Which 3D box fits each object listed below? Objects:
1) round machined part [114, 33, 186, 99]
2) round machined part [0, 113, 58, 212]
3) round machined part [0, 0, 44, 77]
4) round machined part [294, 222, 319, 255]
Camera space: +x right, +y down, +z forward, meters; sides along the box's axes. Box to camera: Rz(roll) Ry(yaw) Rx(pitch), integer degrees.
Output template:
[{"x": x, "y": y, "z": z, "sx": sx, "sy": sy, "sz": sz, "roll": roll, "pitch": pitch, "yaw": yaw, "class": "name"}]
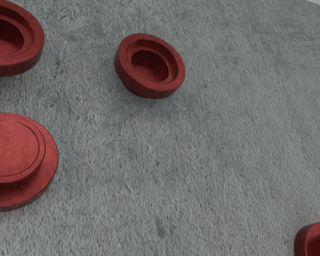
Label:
[{"x": -0.017, "y": -0.081, "z": 0.433, "sx": 0.099, "sy": 0.042, "sz": 0.098, "roll": 14, "pitch": 56, "yaw": -21, "class": "round machined part"}, {"x": -0.148, "y": 0.027, "z": 0.297, "sx": 0.099, "sy": 0.042, "sz": 0.098, "roll": 14, "pitch": 56, "yaw": -21, "class": "round machined part"}, {"x": -0.186, "y": -0.097, "z": 0.352, "sx": 0.099, "sy": 0.042, "sz": 0.098, "roll": 14, "pitch": 56, "yaw": -21, "class": "round machined part"}, {"x": 0.232, "y": 0.174, "z": 0.411, "sx": 0.099, "sy": 0.042, "sz": 0.098, "roll": 14, "pitch": 56, "yaw": -21, "class": "round machined part"}]
